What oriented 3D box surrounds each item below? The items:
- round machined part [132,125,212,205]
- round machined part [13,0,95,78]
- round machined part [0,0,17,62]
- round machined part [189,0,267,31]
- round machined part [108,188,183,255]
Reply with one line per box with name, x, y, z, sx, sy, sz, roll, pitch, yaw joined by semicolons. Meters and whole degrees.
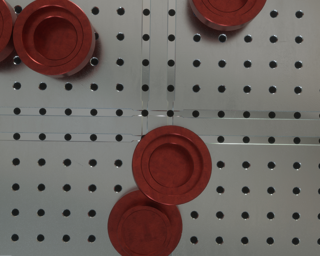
round machined part;0.013;0.049;0.397;0.099;0.042;0.098;2;75;-6
round machined part;-0.133;-0.114;0.404;0.099;0.042;0.097;0;90;0
round machined part;-0.232;-0.128;0.403;0.099;0.042;0.097;0;90;0
round machined part;0.086;-0.175;0.405;0.099;0.042;0.097;0;90;0
round machined part;-0.019;0.129;0.405;0.099;0.042;0.097;0;90;0
